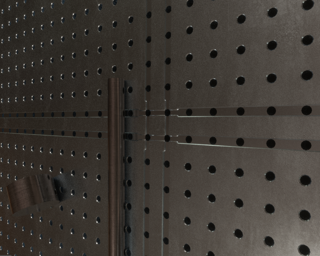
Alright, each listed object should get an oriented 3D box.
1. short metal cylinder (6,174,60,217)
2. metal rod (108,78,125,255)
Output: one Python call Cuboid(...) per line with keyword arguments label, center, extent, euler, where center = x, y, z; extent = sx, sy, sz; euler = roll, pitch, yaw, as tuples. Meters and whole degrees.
Cuboid(label="short metal cylinder", center=(-0.229, 0.121, 0.559), extent=(0.080, 0.081, 0.050), euler=(-33, 70, 35))
Cuboid(label="metal rod", center=(-0.065, 0.077, 0.460), extent=(0.025, 0.025, 0.298), euler=(0, 90, 39))
